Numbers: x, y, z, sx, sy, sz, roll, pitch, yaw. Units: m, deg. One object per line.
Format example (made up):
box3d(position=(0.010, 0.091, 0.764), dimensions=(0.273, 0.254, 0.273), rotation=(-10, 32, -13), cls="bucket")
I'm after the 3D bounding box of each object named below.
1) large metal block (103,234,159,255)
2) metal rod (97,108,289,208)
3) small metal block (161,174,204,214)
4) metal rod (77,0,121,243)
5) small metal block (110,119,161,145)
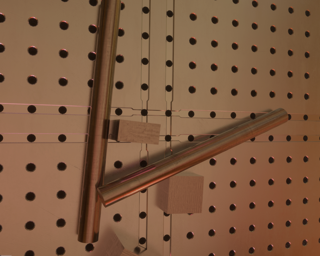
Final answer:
box3d(position=(-0.037, 0.193, 0.386), dimensions=(0.080, 0.050, 0.080), rotation=(34, 79, -17), cls="large metal block")
box3d(position=(0.061, 0.031, 0.422), dimensions=(0.302, 0.025, 0.025), rotation=(-21, 97, -23), cls="metal rod")
box3d(position=(0.030, 0.089, 0.424), dimensions=(0.050, 0.025, 0.050), rotation=(4, 89, -20), cls="small metal block")
box3d(position=(-0.075, -0.011, 0.384), dimensions=(0.025, 0.025, 0.298), rotation=(6, 88, -20), cls="metal rod")
box3d(position=(-0.032, 0.005, 0.387), dimensions=(0.050, 0.050, 0.025), rotation=(7, 88, -20), cls="small metal block")
